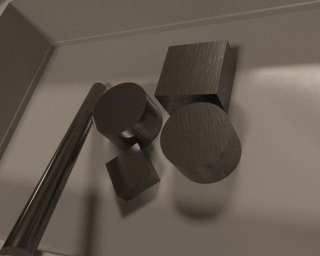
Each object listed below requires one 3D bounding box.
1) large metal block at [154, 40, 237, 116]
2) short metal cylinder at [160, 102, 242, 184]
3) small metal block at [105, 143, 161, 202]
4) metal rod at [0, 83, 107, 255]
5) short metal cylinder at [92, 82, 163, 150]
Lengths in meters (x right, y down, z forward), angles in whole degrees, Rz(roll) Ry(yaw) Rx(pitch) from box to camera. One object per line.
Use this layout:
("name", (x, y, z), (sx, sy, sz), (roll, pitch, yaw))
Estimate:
("large metal block", (0.048, -0.063, 0.402), (0.080, 0.050, 0.080), (1, 62, 28))
("short metal cylinder", (0.047, 0.018, 0.353), (0.080, 0.050, 0.080), (-13, 56, 20))
("small metal block", (-0.035, 0.055, 0.388), (0.050, 0.025, 0.050), (-34, 52, 6))
("metal rod", (-0.105, 0.020, 0.368), (0.025, 0.025, 0.300), (-20, 29, 16))
("short metal cylinder", (-0.043, -0.015, 0.420), (0.080, 0.050, 0.080), (-13, 56, 20))
